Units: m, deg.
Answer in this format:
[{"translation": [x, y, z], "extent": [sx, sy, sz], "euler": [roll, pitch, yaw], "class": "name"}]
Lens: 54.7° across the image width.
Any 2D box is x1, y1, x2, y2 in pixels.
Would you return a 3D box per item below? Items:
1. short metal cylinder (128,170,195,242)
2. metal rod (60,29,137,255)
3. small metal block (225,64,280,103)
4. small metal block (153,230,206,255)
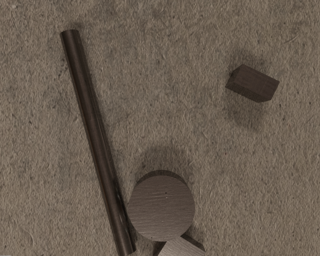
[{"translation": [0.002, 0.097, 0.398], "extent": [0.081, 0.050, 0.079], "euler": [0, 90, 0], "class": "short metal cylinder"}, {"translation": [-0.081, 0.019, 0.408], "extent": [0.025, 0.025, 0.298], "euler": [-15, 90, 0], "class": "metal rod"}, {"translation": [0.117, -0.056, 0.399], "extent": [0.050, 0.050, 0.025], "euler": [26, 90, -1], "class": "small metal block"}, {"translation": [0.024, 0.168, 0.410], "extent": [0.050, 0.025, 0.050], "euler": [33, 90, -1], "class": "small metal block"}]
